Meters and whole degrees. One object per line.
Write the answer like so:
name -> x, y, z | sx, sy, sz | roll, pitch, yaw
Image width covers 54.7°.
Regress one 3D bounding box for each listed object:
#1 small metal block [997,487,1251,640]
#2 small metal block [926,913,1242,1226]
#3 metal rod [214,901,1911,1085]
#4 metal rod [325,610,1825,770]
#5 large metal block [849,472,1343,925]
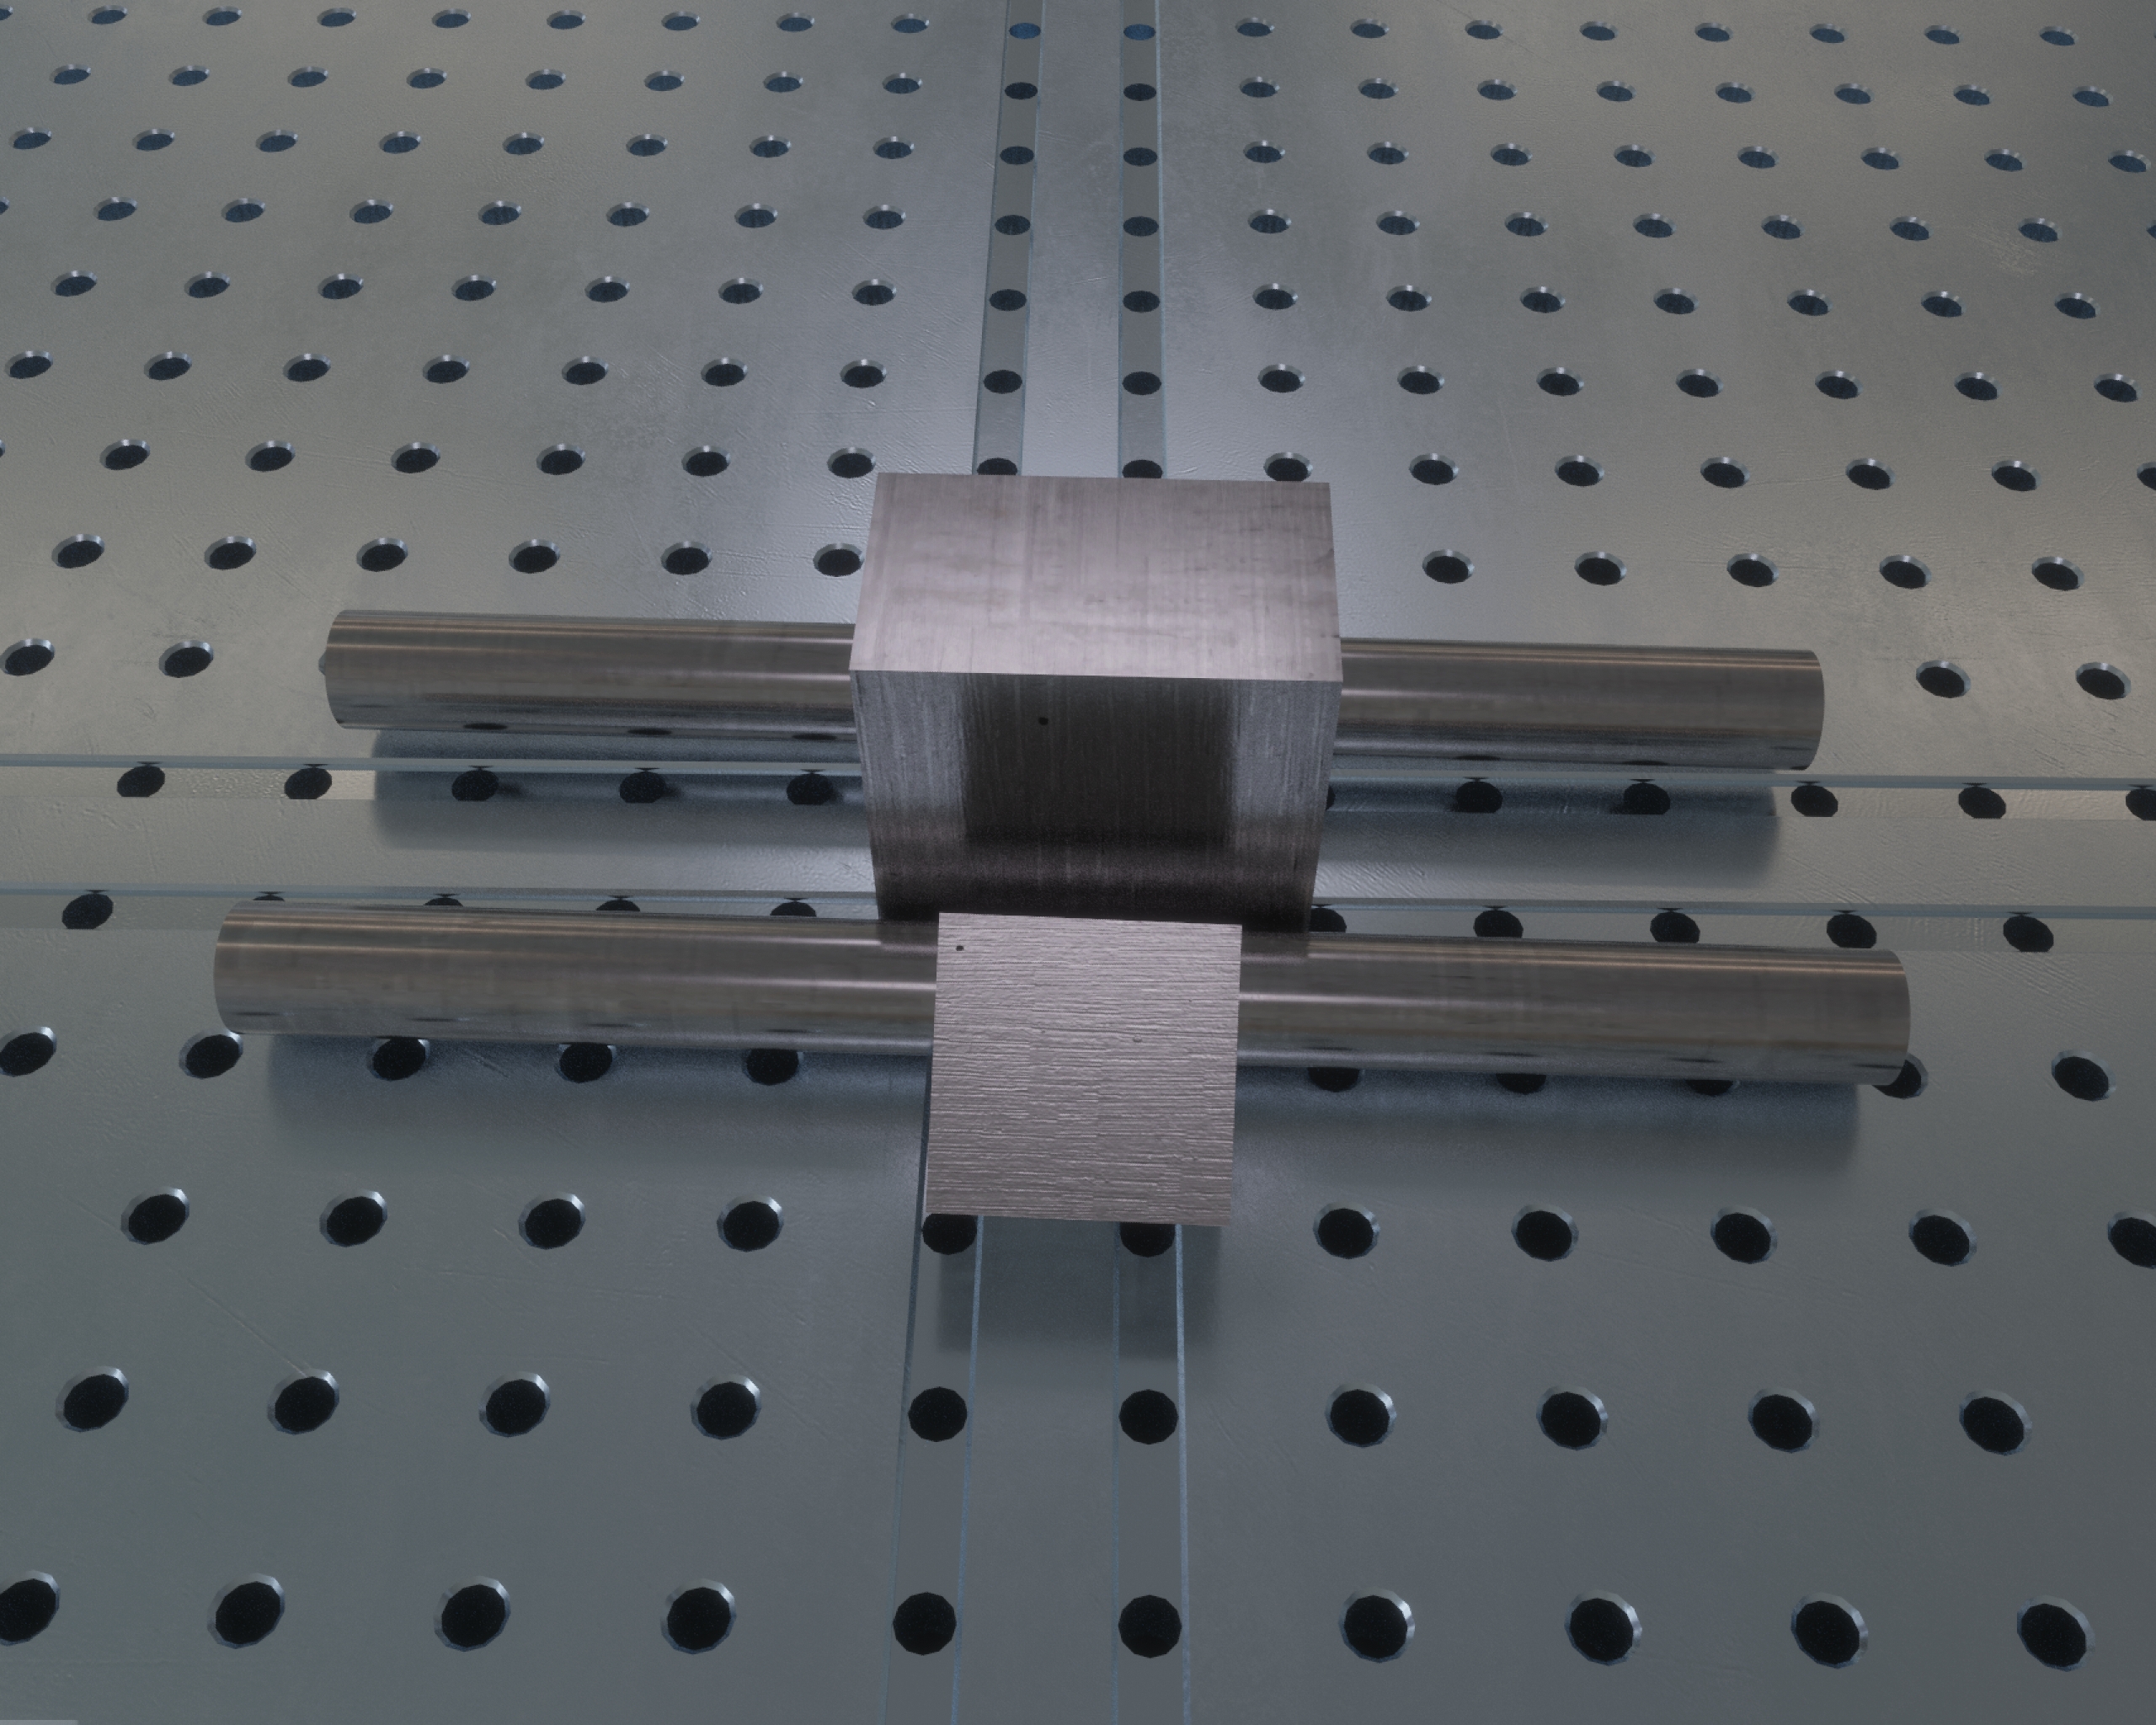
small metal block -> 0.009, -0.064, 0.442 | 0.050, 0.025, 0.050 | 1, 16, 0
small metal block -> 0.001, 0.035, 0.358 | 0.050, 0.025, 0.050 | 2, 87, 1
metal rod -> -0.003, 0.024, 0.383 | 0.302, 0.025, 0.025 | 2, 50, 1
metal rod -> -0.001, -0.036, 0.432 | 0.302, 0.025, 0.025 | 2, 50, 1
large metal block -> 0.004, -0.024, 0.386 | 0.081, 0.080, 0.050 | 1, 50, 1
